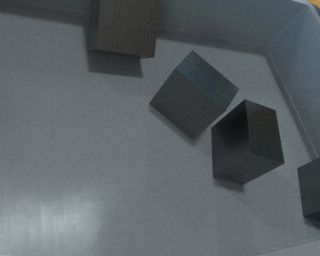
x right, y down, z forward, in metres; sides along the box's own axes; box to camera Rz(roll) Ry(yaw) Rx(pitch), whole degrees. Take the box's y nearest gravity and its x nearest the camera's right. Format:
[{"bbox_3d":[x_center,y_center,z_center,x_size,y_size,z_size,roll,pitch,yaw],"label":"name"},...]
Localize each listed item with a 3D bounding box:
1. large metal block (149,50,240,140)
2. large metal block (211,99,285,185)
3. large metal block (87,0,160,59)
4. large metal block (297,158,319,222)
[{"bbox_3d":[0.044,-0.043,0.420,0.080,0.080,0.050,40,51,-2],"label":"large metal block"},{"bbox_3d":[0.114,0.021,0.418,0.050,0.080,0.080,17,55,-19],"label":"large metal block"},{"bbox_3d":[-0.051,-0.141,0.424,0.081,0.050,0.079,2,98,-27],"label":"large metal block"},{"bbox_3d":[0.256,0.087,0.454,0.050,0.080,0.080,21,54,-16],"label":"large metal block"}]
